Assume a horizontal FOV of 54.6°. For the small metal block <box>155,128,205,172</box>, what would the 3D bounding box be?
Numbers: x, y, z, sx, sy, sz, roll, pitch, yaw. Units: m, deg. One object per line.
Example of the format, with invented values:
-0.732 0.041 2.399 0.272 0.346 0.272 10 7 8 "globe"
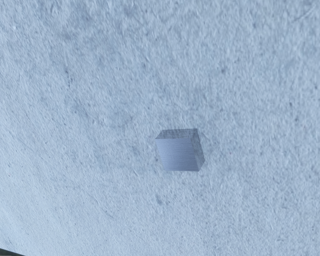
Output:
0.027 0.029 0.411 0.050 0.025 0.050 -3 117 29 "small metal block"
